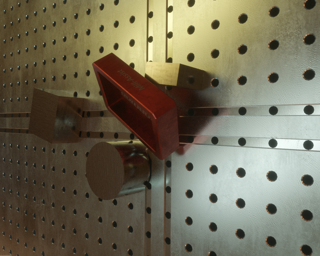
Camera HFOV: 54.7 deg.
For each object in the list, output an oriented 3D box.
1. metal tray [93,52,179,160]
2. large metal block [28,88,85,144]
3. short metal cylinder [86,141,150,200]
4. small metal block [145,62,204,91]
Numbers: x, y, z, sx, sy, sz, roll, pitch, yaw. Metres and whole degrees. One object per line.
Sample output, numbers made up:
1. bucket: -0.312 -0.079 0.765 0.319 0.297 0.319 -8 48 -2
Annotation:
1. metal tray: -0.031 -0.028 0.398 0.130 0.030 0.090 41 155 32
2. large metal block: -0.183 -0.023 0.544 0.080 0.050 0.079 18 102 38
3. short metal cylinder: -0.061 0.059 0.443 0.080 0.050 0.079 0 90 40
4. small metal block: 0.017 -0.063 0.379 0.050 0.050 0.025 13 97 39
